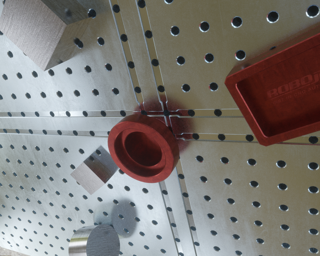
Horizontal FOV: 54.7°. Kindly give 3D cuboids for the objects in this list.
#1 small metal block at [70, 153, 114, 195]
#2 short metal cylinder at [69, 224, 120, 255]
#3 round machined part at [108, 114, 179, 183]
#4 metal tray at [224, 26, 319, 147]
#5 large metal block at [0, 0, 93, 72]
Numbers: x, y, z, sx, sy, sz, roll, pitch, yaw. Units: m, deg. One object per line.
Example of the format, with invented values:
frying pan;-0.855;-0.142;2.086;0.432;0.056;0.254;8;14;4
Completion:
small metal block;-0.115;0.078;0.520;0.050;0.025;0.050;46;129;-4
short metal cylinder;-0.121;0.223;0.578;0.050;0.080;0.080;-19;109;35
round machined part;-0.019;0.024;0.425;0.098;0.042;0.097;13;124;21
metal tray;0.143;-0.042;0.306;0.130;0.030;0.090;-23;106;36
large metal block;-0.145;-0.133;0.389;0.080;0.050;0.080;44;129;-2
